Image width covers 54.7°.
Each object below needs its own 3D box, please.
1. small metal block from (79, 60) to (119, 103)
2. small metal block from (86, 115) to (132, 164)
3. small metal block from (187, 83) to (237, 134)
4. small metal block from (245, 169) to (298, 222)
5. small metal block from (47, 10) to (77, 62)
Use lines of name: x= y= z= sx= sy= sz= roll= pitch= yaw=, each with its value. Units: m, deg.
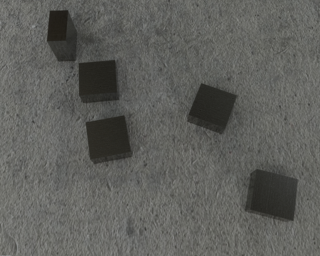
small metal block: x=-0.085 y=-0.064 z=0.431 sx=0.050 sy=0.025 sz=0.050 roll=-5 pitch=70 yaw=-2
small metal block: x=-0.066 y=0.015 z=0.402 sx=0.050 sy=0.025 sz=0.050 roll=-11 pitch=70 yaw=-4
small metal block: x=0.070 y=-0.026 z=0.418 sx=0.050 sy=0.025 sz=0.050 roll=21 pitch=71 yaw=7
small metal block: x=0.136 y=0.083 z=0.379 sx=0.050 sy=0.025 sz=0.050 roll=14 pitch=71 yaw=5
small metal block: x=-0.138 y=-0.130 z=0.441 sx=0.025 sy=0.050 sz=0.050 roll=-2 pitch=70 yaw=-1
